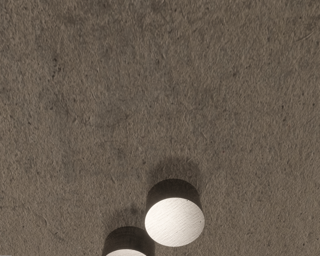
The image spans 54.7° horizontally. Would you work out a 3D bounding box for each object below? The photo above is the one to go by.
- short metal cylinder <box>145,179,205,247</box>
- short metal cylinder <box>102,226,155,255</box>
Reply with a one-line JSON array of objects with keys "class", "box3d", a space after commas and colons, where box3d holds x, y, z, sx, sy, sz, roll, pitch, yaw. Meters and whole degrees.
[{"class": "short metal cylinder", "box3d": [0.020, 0.120, 0.441, 0.081, 0.050, 0.079, 0, 110, -1]}, {"class": "short metal cylinder", "box3d": [-0.048, 0.198, 0.469, 0.081, 0.050, 0.079, 0, 110, -1]}]
